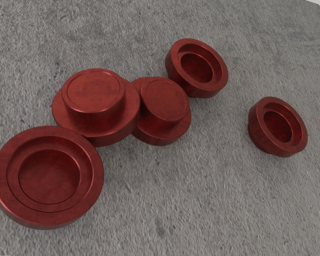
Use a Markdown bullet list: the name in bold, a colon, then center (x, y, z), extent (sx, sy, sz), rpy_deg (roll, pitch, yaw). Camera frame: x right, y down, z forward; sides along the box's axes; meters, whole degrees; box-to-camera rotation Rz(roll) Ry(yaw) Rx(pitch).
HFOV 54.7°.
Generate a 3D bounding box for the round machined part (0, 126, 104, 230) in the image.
- **round machined part**: center (-0.109, 0.050, 0.304), extent (0.099, 0.042, 0.098), rpy_deg (13, 56, -21)

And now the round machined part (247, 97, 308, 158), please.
- **round machined part**: center (0.178, 0.002, 0.487), extent (0.099, 0.042, 0.098), rpy_deg (14, 56, -21)

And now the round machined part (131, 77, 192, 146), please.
- **round machined part**: center (-0.001, -0.029, 0.410), extent (0.099, 0.042, 0.098), rpy_deg (14, 56, -21)

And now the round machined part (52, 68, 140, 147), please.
- **round machined part**: center (-0.072, -0.030, 0.349), extent (0.099, 0.042, 0.098), rpy_deg (1, 52, -1)

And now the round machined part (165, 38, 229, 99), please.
- **round machined part**: center (0.052, -0.085, 0.472), extent (0.099, 0.042, 0.098), rpy_deg (14, 56, -21)
